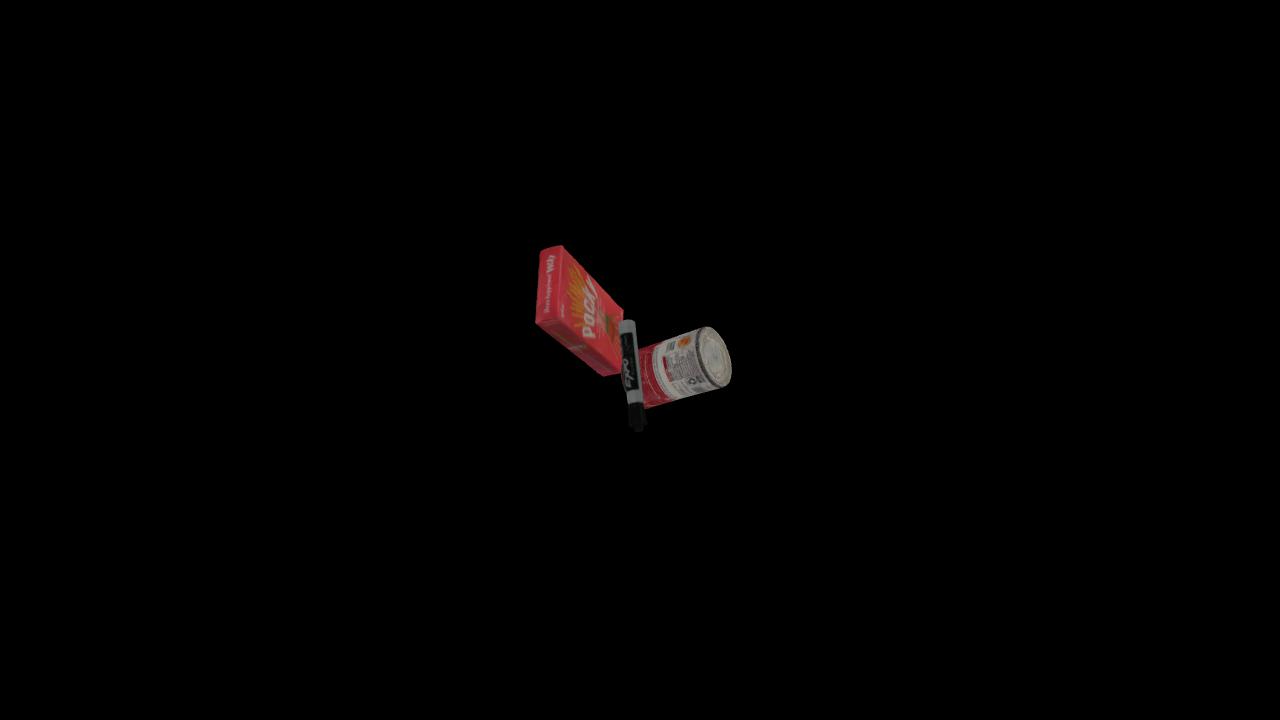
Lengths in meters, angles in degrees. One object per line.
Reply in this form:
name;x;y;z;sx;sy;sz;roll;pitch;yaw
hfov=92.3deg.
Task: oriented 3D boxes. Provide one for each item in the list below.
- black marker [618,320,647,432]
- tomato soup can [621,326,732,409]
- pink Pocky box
black marker;-0.008;0.016;0.647;0.020;0.121;0.020;-6;-20;-2
tomato soup can;0.039;0.009;0.658;0.101;0.068;0.068;-19;-11;34
pink Pocky box;-0.060;-0.047;0.658;0.029;0.084;0.155;-9;-25;20
